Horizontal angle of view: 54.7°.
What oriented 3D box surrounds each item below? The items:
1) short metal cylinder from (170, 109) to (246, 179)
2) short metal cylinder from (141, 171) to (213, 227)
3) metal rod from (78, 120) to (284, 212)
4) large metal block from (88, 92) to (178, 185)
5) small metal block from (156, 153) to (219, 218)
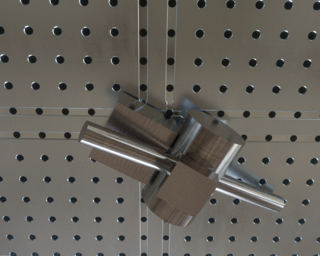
[{"bbox_3d":[0.058,0.018,0.388,0.080,0.080,0.050,26,108,-10],"label":"short metal cylinder"},{"bbox_3d":[0.023,0.083,0.411,0.080,0.080,0.050,28,108,-10],"label":"short metal cylinder"},{"bbox_3d":[0.045,0.057,0.389,0.302,0.025,0.025,23,109,-25],"label":"metal rod"},{"bbox_3d":[-0.033,0.013,0.398,0.080,0.050,0.080,28,108,-10],"label":"large metal block"},{"bbox_3d":[0.031,0.064,0.349,0.050,0.025,0.050,30,108,-2],"label":"small metal block"}]
